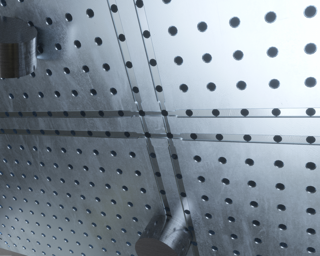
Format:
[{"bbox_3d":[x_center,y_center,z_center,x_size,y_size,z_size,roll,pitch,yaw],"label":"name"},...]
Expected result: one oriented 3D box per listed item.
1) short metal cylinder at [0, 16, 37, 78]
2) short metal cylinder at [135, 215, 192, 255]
[{"bbox_3d":[-0.208,-0.110,0.415,0.080,0.080,0.050,27,128,11],"label":"short metal cylinder"},{"bbox_3d":[0.007,0.191,0.508,0.080,0.050,0.079,13,124,20],"label":"short metal cylinder"}]
